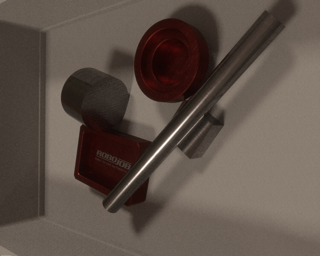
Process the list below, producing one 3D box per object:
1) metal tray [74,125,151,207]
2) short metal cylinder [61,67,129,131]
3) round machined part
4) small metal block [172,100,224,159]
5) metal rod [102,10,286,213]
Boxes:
[{"bbox_3d":[-0.073,0.050,0.460,0.130,0.030,0.089,16,100,38],"label":"metal tray"},{"bbox_3d":[-0.093,-0.041,0.445,0.050,0.081,0.079,28,107,36],"label":"short metal cylinder"},{"bbox_3d":[0.018,-0.079,0.379,0.098,0.042,0.097,0,90,39],"label":"round machined part"},{"bbox_3d":[0.039,0.001,0.373,0.050,0.025,0.050,45,117,30],"label":"small metal block"},{"bbox_3d":[0.021,0.000,0.353,0.299,0.025,0.025,-50,61,25],"label":"metal rod"}]
